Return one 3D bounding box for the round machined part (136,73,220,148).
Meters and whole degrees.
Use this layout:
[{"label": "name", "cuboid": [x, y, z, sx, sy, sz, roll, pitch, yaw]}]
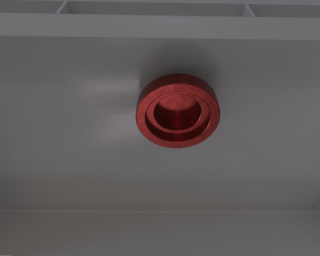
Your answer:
[{"label": "round machined part", "cuboid": [0.021, -0.024, 0.377, 0.099, 0.042, 0.097, 0, 130, 0]}]
